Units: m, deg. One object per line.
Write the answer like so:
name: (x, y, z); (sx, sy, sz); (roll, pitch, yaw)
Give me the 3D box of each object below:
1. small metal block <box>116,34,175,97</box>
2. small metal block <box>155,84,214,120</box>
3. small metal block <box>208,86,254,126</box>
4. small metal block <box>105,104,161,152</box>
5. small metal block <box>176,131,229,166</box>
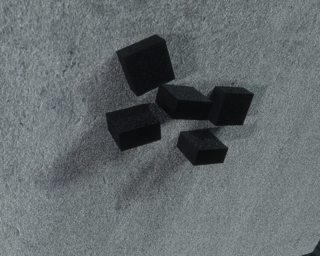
small metal block: (-0.015, -0.072, 0.354); (0.050, 0.025, 0.050); (-27, 128, -12)
small metal block: (0.029, -0.033, 0.386); (0.050, 0.050, 0.025); (1, 118, -29)
small metal block: (0.099, -0.031, 0.442); (0.050, 0.025, 0.050); (-1, 119, -28)
small metal block: (-0.032, -0.002, 0.372); (0.050, 0.050, 0.025); (-16, 125, -19)
small metal block: (0.059, 0.027, 0.440); (0.050, 0.050, 0.025); (-1, 119, -28)
